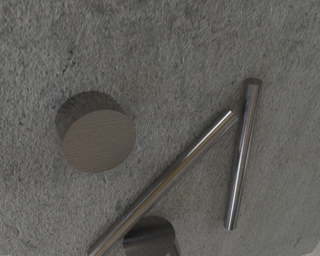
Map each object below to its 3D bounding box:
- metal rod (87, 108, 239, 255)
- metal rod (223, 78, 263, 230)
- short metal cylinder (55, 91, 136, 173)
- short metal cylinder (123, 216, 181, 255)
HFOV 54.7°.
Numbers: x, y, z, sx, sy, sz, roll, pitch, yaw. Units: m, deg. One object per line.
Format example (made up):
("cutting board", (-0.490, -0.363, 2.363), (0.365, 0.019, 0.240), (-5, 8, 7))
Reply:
("metal rod", (0.002, 0.087, 0.461), (0.300, 0.025, 0.025), (-46, 129, 4))
("metal rod", (0.134, 0.060, 0.517), (0.025, 0.025, 0.298), (-14, 124, -21))
("short metal cylinder", (-0.074, 0.004, 0.353), (0.081, 0.050, 0.079), (-14, 124, -21))
("short metal cylinder", (-0.011, 0.185, 0.479), (0.080, 0.080, 0.050), (-25, 128, -13))
